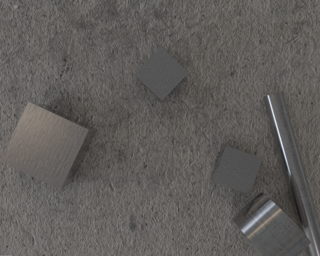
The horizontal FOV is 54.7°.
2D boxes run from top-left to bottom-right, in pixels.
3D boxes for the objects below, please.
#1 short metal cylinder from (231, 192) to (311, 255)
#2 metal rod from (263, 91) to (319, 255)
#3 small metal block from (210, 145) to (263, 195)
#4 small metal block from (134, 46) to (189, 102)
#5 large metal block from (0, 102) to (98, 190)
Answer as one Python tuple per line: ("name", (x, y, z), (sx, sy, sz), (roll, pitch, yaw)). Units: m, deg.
("short metal cylinder", (0.136, 0.127, 0.384), (0.050, 0.080, 0.080), (-42, 90, 0))
("metal rod", (0.190, 0.099, 0.411), (0.025, 0.025, 0.298), (-16, 90, 0))
("small metal block", (0.100, 0.054, 0.411), (0.050, 0.025, 0.050), (19, 90, 0))
("small metal block", (0.002, -0.070, 0.410), (0.050, 0.025, 0.050), (43, 90, 0))
("large metal block", (-0.139, 0.021, 0.396), (0.080, 0.050, 0.080), (25, 90, 0))
